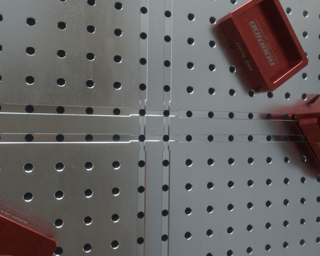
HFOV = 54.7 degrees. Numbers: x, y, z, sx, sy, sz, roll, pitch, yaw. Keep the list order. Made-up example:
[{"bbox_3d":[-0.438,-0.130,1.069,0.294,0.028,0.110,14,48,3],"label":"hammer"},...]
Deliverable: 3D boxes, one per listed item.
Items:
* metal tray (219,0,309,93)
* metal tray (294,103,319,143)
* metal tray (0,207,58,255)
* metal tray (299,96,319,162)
[{"bbox_3d":[0.160,-0.130,0.470,0.090,0.030,0.130,-36,102,-17],"label":"metal tray"},{"bbox_3d":[0.282,0.020,0.483,0.030,0.090,0.130,-39,103,-19],"label":"metal tray"},{"bbox_3d":[-0.194,0.134,0.339,0.130,0.030,0.090,34,79,-17],"label":"metal tray"},{"bbox_3d":[0.290,0.016,0.509,0.090,0.030,0.130,-41,105,-27],"label":"metal tray"}]
